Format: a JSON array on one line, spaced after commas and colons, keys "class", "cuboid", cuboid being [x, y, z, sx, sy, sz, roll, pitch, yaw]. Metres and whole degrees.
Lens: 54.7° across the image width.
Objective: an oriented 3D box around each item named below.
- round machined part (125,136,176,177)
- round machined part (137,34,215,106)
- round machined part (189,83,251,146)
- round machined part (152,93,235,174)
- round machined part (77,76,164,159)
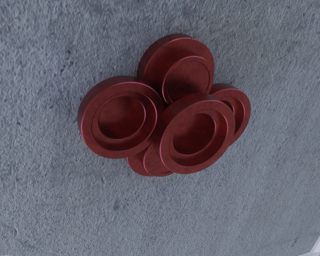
[{"class": "round machined part", "cuboid": [0.002, 0.026, 0.416, 0.099, 0.042, 0.097, -14, 125, -21]}, {"class": "round machined part", "cuboid": [0.025, -0.060, 0.375, 0.099, 0.042, 0.097, -14, 125, -21]}, {"class": "round machined part", "cuboid": [0.073, -0.017, 0.428, 0.099, 0.042, 0.097, -14, 125, -21]}, {"class": "round machined part", "cuboid": [0.036, 0.003, 0.365, 0.099, 0.042, 0.097, -14, 125, -21]}, {"class": "round machined part", "cuboid": [-0.048, -0.016, 0.363, 0.099, 0.042, 0.097, -14, 125, -21]}]
